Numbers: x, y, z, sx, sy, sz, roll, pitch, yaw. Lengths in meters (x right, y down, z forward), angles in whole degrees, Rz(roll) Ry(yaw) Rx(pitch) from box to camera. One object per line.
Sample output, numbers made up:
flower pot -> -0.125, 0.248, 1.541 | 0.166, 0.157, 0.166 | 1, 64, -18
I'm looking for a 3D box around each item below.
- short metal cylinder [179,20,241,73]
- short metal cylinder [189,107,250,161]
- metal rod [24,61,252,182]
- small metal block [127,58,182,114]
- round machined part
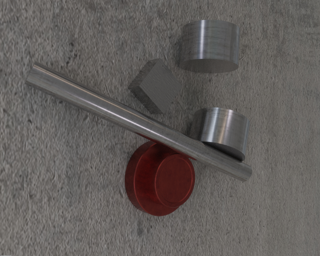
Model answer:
short metal cylinder -> 0.068, -0.109, 0.426 | 0.081, 0.080, 0.050 | 6, 87, -40
short metal cylinder -> 0.082, 0.012, 0.434 | 0.080, 0.080, 0.050 | 31, 63, -36
metal rod -> -0.004, 0.005, 0.366 | 0.302, 0.025, 0.025 | 26, 74, -26
small metal block -> -0.006, -0.053, 0.400 | 0.050, 0.025, 0.050 | 48, 62, -30
round machined part -> 0.007, 0.065, 0.400 | 0.099, 0.042, 0.097 | 0, 90, -40
